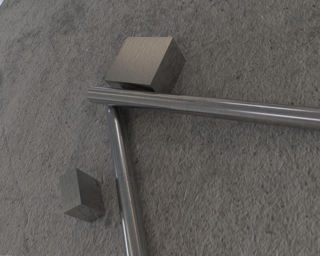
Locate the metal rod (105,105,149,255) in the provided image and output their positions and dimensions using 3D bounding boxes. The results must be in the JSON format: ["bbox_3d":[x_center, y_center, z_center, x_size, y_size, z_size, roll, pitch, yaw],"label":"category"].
[{"bbox_3d":[-0.039,0.079,0.375,0.025,0.025,0.299,-24,53,13],"label":"metal rod"}]

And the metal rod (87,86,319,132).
[{"bbox_3d":[0.038,-0.028,0.383,0.301,0.025,0.025,9,66,25],"label":"metal rod"}]

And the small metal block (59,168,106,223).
[{"bbox_3d":[-0.096,0.085,0.386,0.025,0.050,0.050,-29,52,10],"label":"small metal block"}]

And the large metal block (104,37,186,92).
[{"bbox_3d":[-0.020,-0.084,0.450,0.080,0.050,0.080,11,67,32],"label":"large metal block"}]
